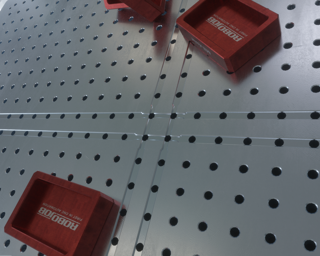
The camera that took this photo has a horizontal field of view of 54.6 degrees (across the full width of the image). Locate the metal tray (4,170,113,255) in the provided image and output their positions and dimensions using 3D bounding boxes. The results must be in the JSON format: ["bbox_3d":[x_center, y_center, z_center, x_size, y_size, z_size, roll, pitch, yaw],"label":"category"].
[{"bbox_3d":[-0.134,0.115,0.406,0.130,0.030,0.090,10,66,32],"label":"metal tray"}]

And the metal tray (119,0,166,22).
[{"bbox_3d":[-0.031,-0.260,0.540,0.030,0.090,0.130,-26,47,45],"label":"metal tray"}]

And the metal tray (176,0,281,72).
[{"bbox_3d":[0.094,-0.147,0.446,0.090,0.030,0.130,-39,51,1],"label":"metal tray"}]

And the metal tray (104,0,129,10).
[{"bbox_3d":[-0.071,-0.285,0.554,0.090,0.129,0.030,12,33,37],"label":"metal tray"}]
